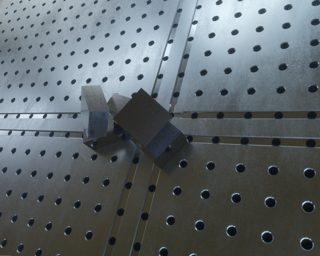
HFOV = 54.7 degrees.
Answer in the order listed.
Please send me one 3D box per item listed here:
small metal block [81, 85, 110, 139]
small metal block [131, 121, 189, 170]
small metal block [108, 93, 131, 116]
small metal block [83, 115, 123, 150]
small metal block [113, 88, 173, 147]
[{"bbox_3d":[-0.088,-0.022,0.414,0.025,0.050,0.050,-7,49,-22],"label":"small metal block"},{"bbox_3d":[0.000,0.016,0.398,0.050,0.025,0.050,-46,51,-4],"label":"small metal block"},{"bbox_3d":[-0.039,-0.019,0.423,0.050,0.050,0.025,20,73,35],"label":"small metal block"},{"bbox_3d":[-0.082,-0.001,0.451,0.050,0.025,0.050,-18,55,17],"label":"small metal block"},{"bbox_3d":[-0.022,-0.012,0.376,0.050,0.025,0.050,42,83,-6],"label":"small metal block"}]
